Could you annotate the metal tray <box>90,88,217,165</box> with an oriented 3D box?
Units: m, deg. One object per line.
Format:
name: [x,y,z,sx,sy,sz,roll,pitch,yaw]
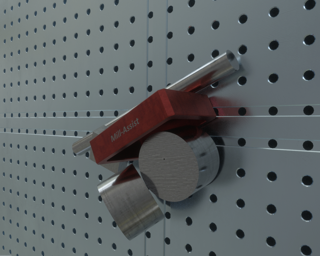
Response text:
metal tray: [-0.010,0.002,0.370,0.130,0.091,0.030,-33,70,35]

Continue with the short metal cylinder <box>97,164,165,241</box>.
short metal cylinder: [-0.036,0.092,0.389,0.050,0.080,0.080,-31,64,-9]

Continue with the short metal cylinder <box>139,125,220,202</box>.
short metal cylinder: [0.022,0.040,0.363,0.080,0.050,0.079,7,103,35]

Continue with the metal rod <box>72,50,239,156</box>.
metal rod: [-0.028,-0.020,0.427,0.299,0.025,0.025,-27,73,36]

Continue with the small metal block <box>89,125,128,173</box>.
small metal block: [-0.072,0.031,0.447,0.050,0.025,0.050,26,123,17]
